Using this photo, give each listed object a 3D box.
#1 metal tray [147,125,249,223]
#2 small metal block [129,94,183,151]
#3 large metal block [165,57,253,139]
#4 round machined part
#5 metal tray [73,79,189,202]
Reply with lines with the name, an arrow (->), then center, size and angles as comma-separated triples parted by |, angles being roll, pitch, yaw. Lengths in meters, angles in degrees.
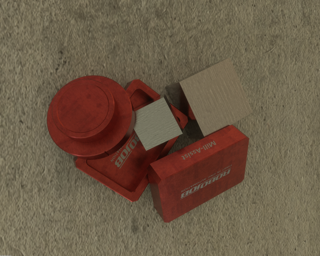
metal tray -> 0.052, 0.060, 0.402 | 0.131, 0.030, 0.089 | -24, 134, -18
small metal block -> -0.006, -0.007, 0.384 | 0.050, 0.025, 0.050 | -26, 102, 10
large metal block -> 0.066, -0.039, 0.421 | 0.080, 0.050, 0.080 | -28, 100, -18
round machined part -> -0.080, -0.016, 0.349 | 0.099, 0.042, 0.098 | -1, 73, 5
metal tray -> -0.035, 0.015, 0.394 | 0.090, 0.030, 0.130 | 37, 78, -17
